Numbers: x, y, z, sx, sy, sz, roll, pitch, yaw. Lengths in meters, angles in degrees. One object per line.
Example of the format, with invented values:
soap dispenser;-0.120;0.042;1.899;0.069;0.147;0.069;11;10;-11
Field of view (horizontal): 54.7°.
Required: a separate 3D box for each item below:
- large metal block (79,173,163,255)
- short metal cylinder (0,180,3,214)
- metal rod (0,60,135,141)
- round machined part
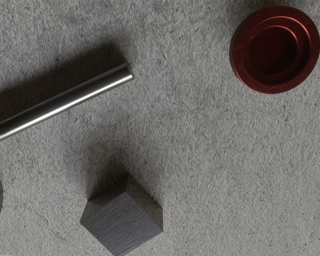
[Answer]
large metal block;-0.052;0.125;0.442;0.080;0.050;0.080;-35;107;12
short metal cylinder;-0.255;0.100;0.415;0.050;0.080;0.079;1;110;0
metal rod;-0.173;-0.013;0.403;0.301;0.025;0.025;-23;109;8
round machined part;0.131;-0.093;0.368;0.099;0.042;0.097;0;110;0
